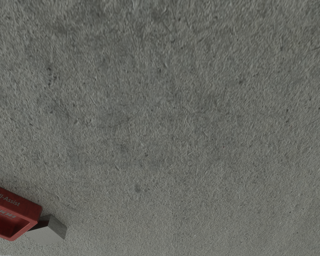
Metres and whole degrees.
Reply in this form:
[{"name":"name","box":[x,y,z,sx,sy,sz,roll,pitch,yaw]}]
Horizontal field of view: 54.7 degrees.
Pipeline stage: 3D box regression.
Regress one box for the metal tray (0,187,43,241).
[{"name":"metal tray","box":[-0.279,0.137,0.517,0.130,0.030,0.090,37,121,-27]}]

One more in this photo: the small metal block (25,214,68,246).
[{"name":"small metal block","box":[-0.207,0.186,0.563,0.050,0.025,0.050,-18,128,14]}]
